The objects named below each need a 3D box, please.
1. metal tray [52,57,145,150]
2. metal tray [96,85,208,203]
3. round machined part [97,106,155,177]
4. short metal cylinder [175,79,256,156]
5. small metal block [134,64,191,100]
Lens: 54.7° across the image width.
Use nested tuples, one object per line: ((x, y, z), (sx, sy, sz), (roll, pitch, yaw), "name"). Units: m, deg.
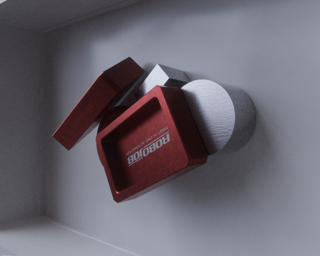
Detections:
((-0.084, -0.034, 0.427), (0.030, 0.090, 0.129), (44, 120, -5), "metal tray")
((-0.017, 0.022, 0.351), (0.130, 0.030, 0.090), (-35, 68, 39), "metal tray")
((-0.040, 0.019, 0.426), (0.098, 0.042, 0.097), (0, 90, 39), "round machined part")
((0.057, -0.010, 0.340), (0.080, 0.050, 0.079), (0, 90, 39), "short metal cylinder")
((0.005, -0.048, 0.382), (0.050, 0.050, 0.025), (-50, 61, 27), "small metal block")
